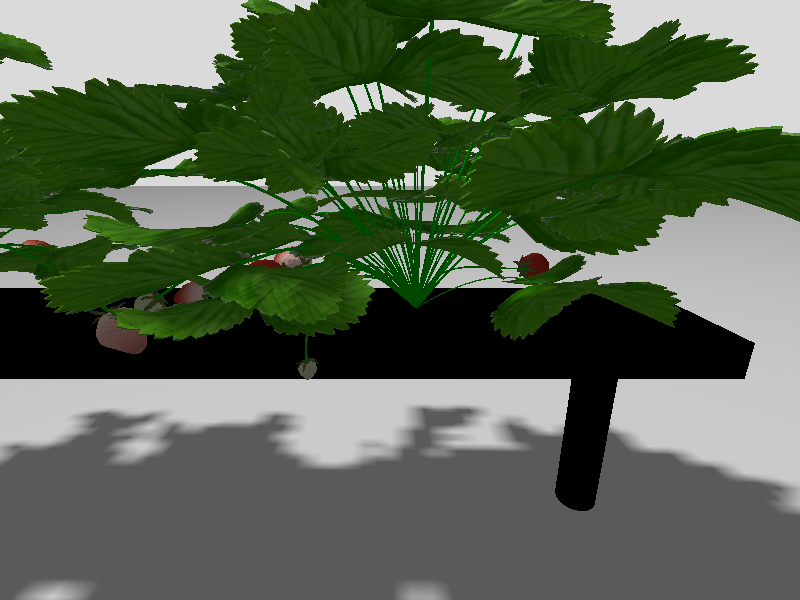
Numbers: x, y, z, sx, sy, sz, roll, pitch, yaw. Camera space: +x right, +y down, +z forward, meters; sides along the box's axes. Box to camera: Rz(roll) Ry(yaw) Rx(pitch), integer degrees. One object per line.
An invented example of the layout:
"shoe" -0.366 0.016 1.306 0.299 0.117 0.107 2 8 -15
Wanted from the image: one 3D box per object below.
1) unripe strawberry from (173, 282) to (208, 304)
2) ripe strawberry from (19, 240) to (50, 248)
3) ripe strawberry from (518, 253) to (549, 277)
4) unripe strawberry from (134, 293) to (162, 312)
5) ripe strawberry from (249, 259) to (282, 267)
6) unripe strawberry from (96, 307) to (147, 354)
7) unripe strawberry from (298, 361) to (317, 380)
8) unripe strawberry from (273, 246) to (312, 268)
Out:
"unripe strawberry" -0.187 -0.003 0.358 0.026 0.026 0.029 -1 18 -2
"ripe strawberry" -0.455 -0.057 0.508 0.039 0.041 0.042 -2 17 -7
"ripe strawberry" 0.156 -0.040 0.462 0.036 0.031 0.036 -12 21 -34
"unripe strawberry" -0.213 0.006 0.337 0.022 0.022 0.024 -34 19 4
"ripe strawberry" -0.136 -0.020 0.387 0.045 0.038 0.044 2 18 9
"unripe strawberry" -0.191 0.023 0.278 0.032 0.033 0.030 -40 -1 27
"unripe strawberry" -0.055 0.042 0.238 0.011 0.011 0.011 9 20 26
"unripe strawberry" -0.124 -0.043 0.459 0.045 0.038 0.045 12 21 34
